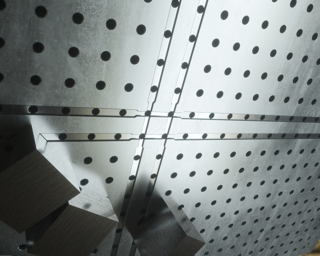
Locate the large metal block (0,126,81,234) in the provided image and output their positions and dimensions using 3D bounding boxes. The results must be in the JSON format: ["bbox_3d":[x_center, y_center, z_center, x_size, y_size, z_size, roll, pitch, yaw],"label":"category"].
[{"bbox_3d":[-0.151,0.058,0.348,0.080,0.050,0.080,-34,129,-6],"label":"large metal block"}]

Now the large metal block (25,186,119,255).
[{"bbox_3d":[-0.116,0.125,0.408,0.080,0.050,0.080,-49,129,7],"label":"large metal block"}]

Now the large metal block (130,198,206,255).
[{"bbox_3d":[0.011,0.173,0.488,0.080,0.080,0.050,-49,129,6],"label":"large metal block"}]
